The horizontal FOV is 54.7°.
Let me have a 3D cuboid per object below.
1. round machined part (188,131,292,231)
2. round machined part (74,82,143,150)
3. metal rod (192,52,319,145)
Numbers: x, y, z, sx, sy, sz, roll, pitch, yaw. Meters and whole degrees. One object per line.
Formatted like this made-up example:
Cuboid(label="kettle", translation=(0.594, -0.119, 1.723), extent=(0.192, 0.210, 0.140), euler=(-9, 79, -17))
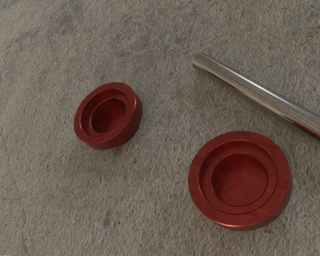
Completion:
Cuboid(label="round machined part", translation=(0.082, 0.055, 0.316), extent=(0.098, 0.042, 0.098), euler=(-13, 56, 20))
Cuboid(label="round machined part", translation=(-0.068, -0.013, 0.435), extent=(0.098, 0.042, 0.098), euler=(-13, 56, 20))
Cuboid(label="metal rod", translation=(0.143, -0.016, 0.338), extent=(0.025, 0.025, 0.300), euler=(-46, 51, -4))
